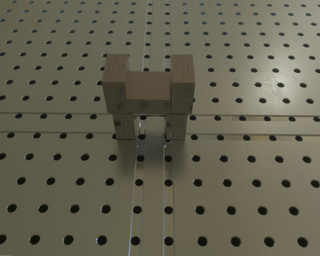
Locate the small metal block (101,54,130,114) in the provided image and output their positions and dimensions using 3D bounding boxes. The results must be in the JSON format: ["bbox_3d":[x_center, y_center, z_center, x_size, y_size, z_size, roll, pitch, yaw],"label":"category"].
[{"bbox_3d":[-0.050,-0.052,0.369,0.025,0.050,0.050,0,50,0],"label":"small metal block"}]

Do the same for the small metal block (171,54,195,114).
[{"bbox_3d":[0.026,-0.052,0.369,0.025,0.050,0.050,0,50,0],"label":"small metal block"}]

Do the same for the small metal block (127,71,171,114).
[{"bbox_3d":[-0.013,-0.044,0.380,0.050,0.025,0.050,1,50,0],"label":"small metal block"}]

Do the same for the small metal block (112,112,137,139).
[{"bbox_3d":[-0.045,-0.020,0.407,0.025,0.050,0.050,1,50,0],"label":"small metal block"}]

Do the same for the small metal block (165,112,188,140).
[{"bbox_3d":[0.020,-0.020,0.408,0.025,0.050,0.050,-1,50,-1],"label":"small metal block"}]
